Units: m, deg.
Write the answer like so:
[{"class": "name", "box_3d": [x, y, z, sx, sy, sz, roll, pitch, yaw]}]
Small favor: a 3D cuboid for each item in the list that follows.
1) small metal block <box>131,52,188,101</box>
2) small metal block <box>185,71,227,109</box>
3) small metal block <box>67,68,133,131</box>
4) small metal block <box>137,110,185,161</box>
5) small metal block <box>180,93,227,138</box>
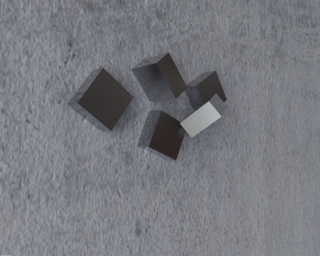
[{"class": "small metal block", "box_3d": [-0.001, -0.062, 0.389, 0.025, 0.050, 0.050, -46, 118, -30]}, {"class": "small metal block", "box_3d": [0.069, -0.051, 0.465, 0.050, 0.025, 0.050, -39, 114, -33]}, {"class": "small metal block", "box_3d": [-0.066, -0.031, 0.351, 0.050, 0.025, 0.050, 44, 63, -31]}, {"class": "small metal block", "box_3d": [0.004, 0.010, 0.410, 0.050, 0.025, 0.050, 30, 72, -36]}, {"class": "small metal block", "box_3d": [0.060, -0.018, 0.421, 0.025, 0.050, 0.050, 51, 27, -2]}]
